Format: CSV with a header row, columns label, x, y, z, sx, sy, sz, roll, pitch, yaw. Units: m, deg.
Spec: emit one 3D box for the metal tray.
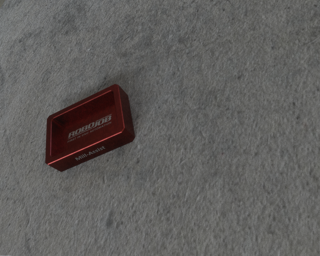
label,x,y,z,sx,sy,sz,roll,pitch,yaw
metal tray,-0.106,0.000,0.457,0.130,0.030,0.090,-23,53,14
